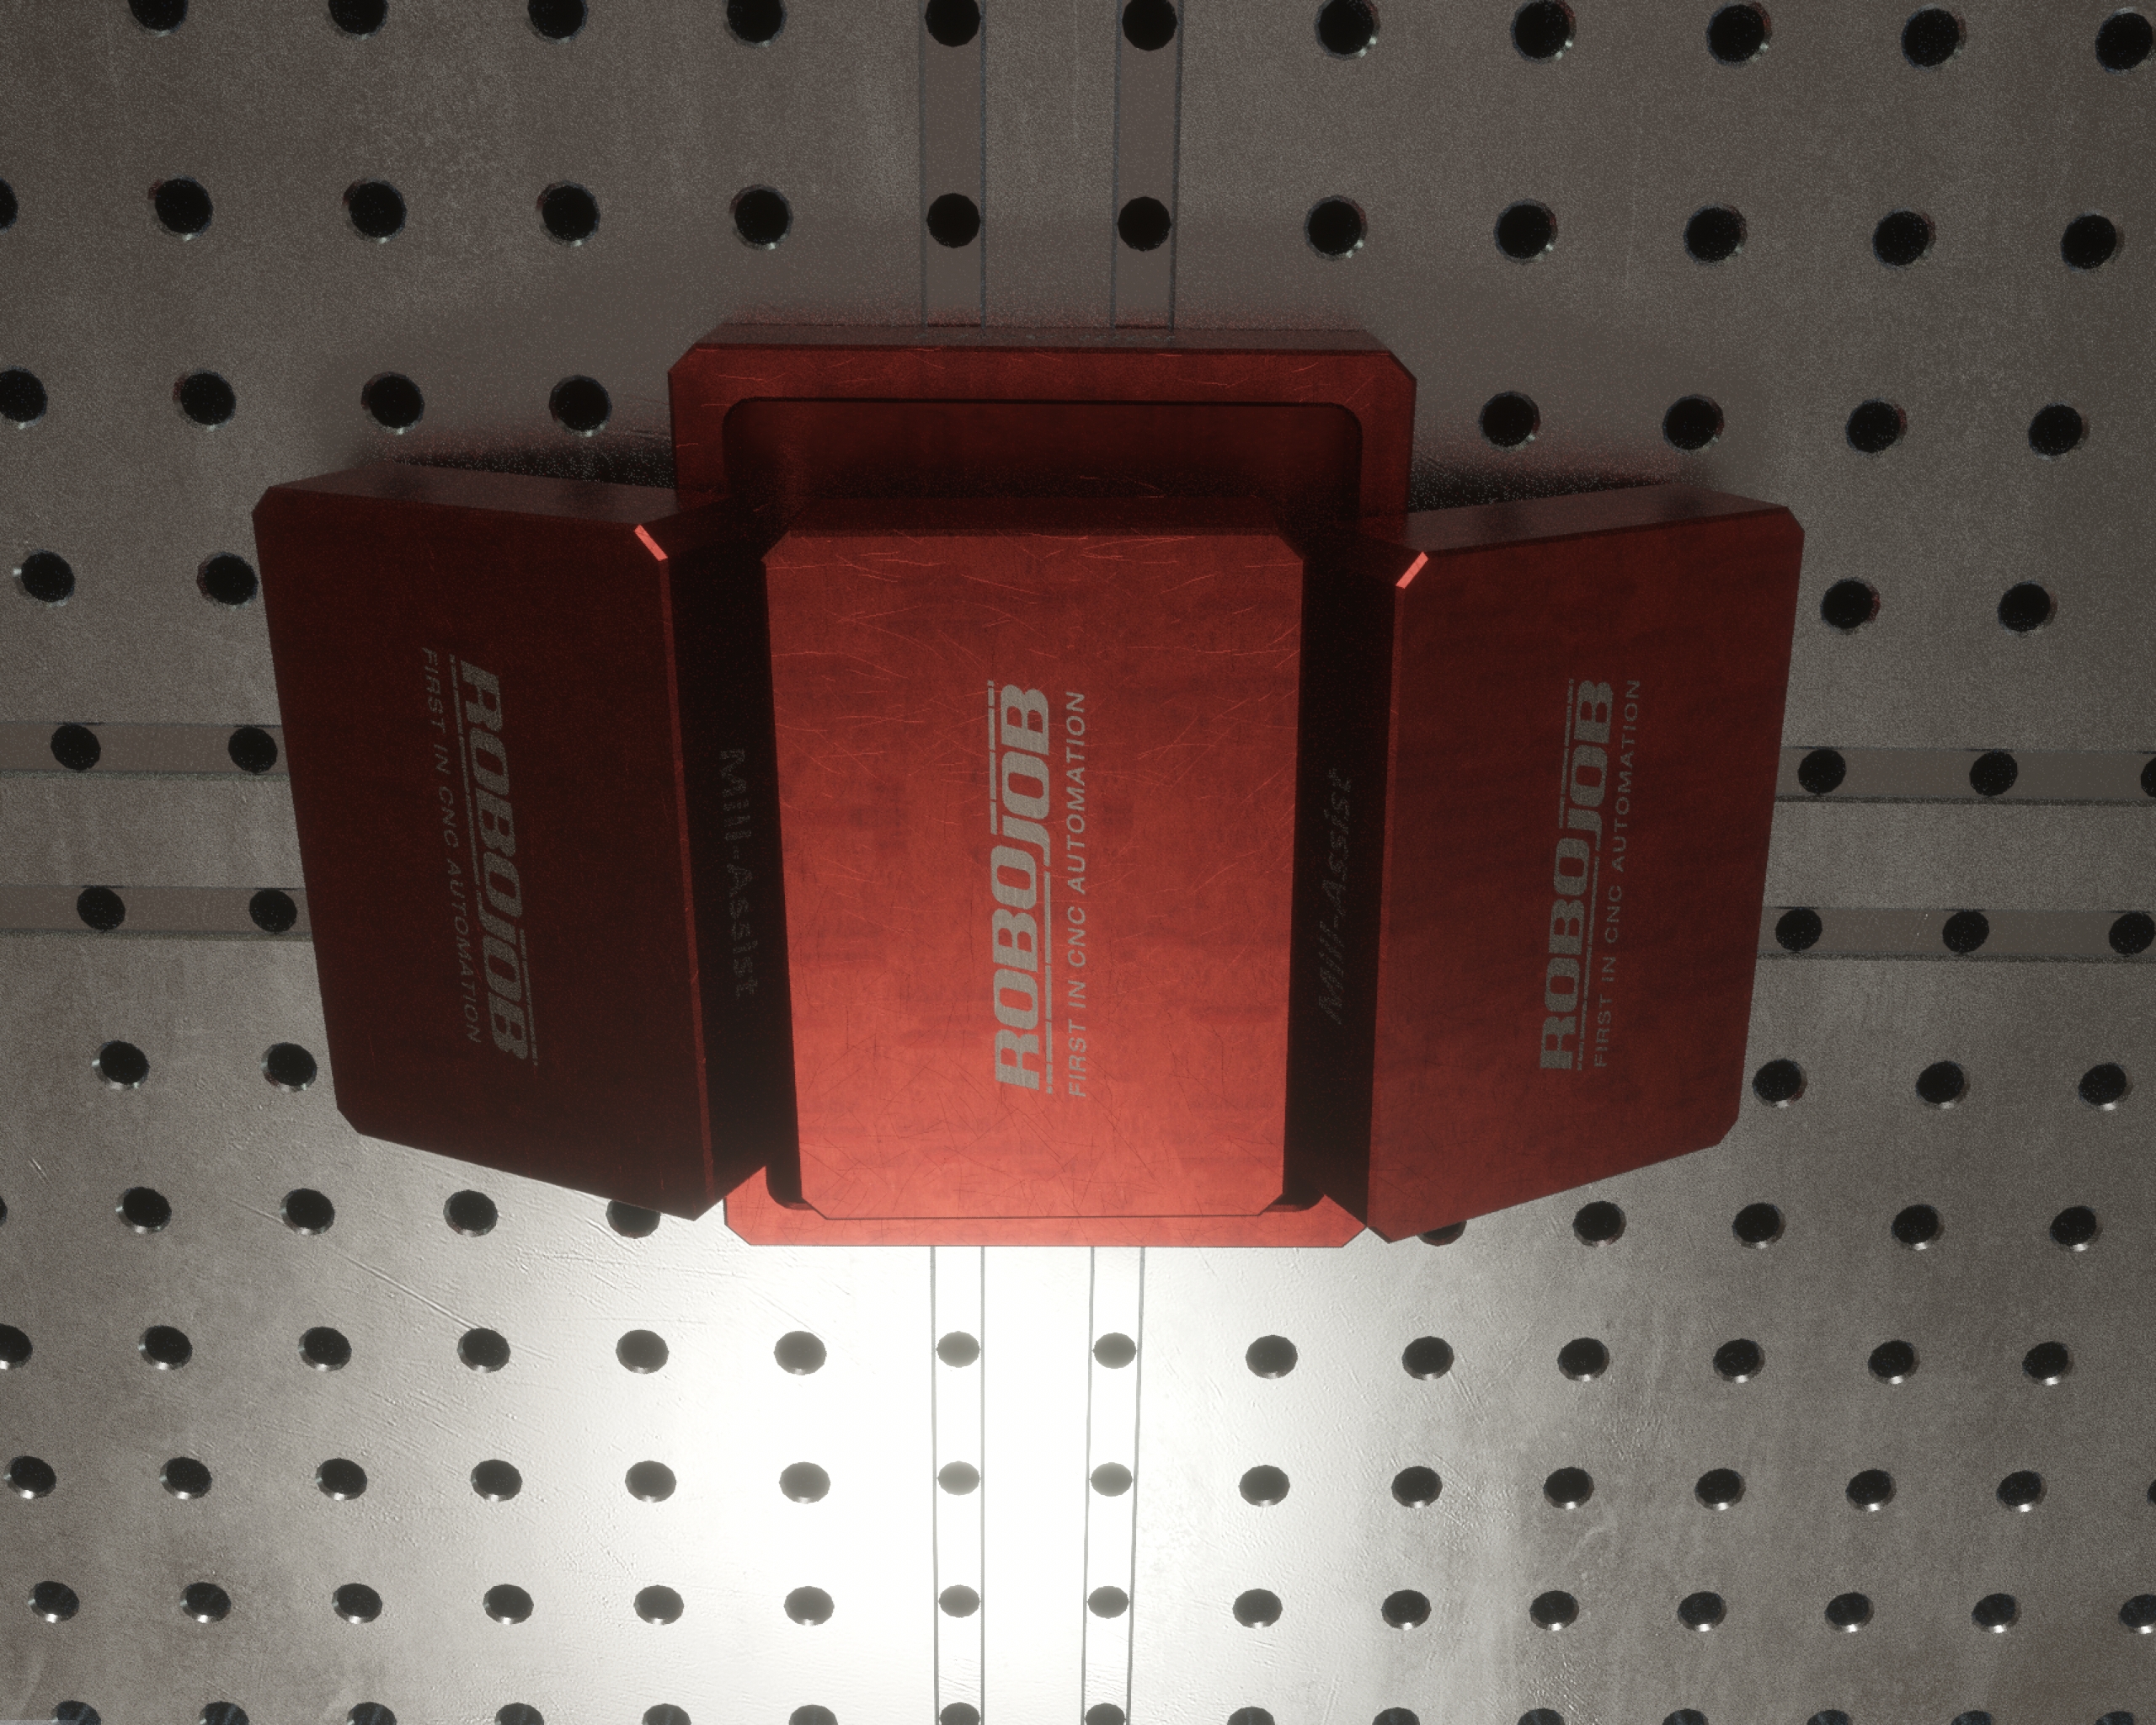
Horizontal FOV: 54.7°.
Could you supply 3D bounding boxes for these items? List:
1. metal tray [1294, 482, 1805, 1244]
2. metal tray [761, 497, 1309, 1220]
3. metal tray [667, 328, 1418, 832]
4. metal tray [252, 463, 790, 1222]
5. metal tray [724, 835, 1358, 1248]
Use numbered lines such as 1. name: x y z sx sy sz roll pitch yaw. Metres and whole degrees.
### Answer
1. metal tray: 0.086 -0.001 0.391 0.091 0.030 0.129 -11 113 -26
2. metal tray: -0.007 0.001 0.378 0.091 0.030 0.129 0 110 -1
3. metal tray: -0.006 -0.053 0.391 0.131 0.030 0.089 0 111 -1
4. metal tray: -0.101 -0.005 0.388 0.090 0.030 0.129 9 113 24
5. metal tray: -0.006 0.032 0.423 0.131 0.030 0.089 0 111 -1
